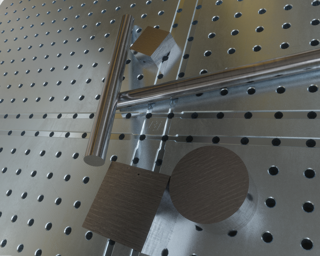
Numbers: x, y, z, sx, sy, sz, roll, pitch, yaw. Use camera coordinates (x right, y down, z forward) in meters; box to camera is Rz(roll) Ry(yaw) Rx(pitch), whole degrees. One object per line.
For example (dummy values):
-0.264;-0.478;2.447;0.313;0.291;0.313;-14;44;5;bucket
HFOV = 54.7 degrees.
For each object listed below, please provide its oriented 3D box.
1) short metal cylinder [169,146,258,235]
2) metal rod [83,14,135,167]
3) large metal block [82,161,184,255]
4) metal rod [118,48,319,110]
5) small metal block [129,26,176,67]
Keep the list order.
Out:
0.057;0.065;0.322;0.080;0.050;0.080;-13;56;20;short metal cylinder
-0.068;-0.077;0.461;0.025;0.025;0.300;-13;48;21;metal rod
-0.027;0.090;0.350;0.080;0.050;0.080;10;66;32;large metal block
0.069;-0.062;0.408;0.301;0.025;0.025;-9;58;22;metal rod
-0.012;-0.131;0.493;0.050;0.025;0.050;29;78;37;small metal block
